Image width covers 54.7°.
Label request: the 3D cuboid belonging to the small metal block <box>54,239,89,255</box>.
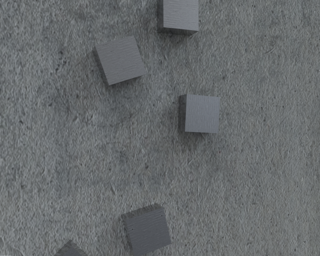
[{"bbox_3d":[-0.108,0.172,0.369,0.050,0.025,0.050,-44,104,-15],"label":"small metal block"}]

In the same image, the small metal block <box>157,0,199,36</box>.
[{"bbox_3d":[0.024,-0.155,0.417,0.050,0.025,0.050,-1,90,-20],"label":"small metal block"}]

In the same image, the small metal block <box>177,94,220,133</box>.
[{"bbox_3d":[0.054,-0.019,0.429,0.050,0.025,0.050,3,89,-20],"label":"small metal block"}]

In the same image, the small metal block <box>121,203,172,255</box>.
[{"bbox_3d":[-0.018,0.132,0.403,0.050,0.025,0.050,-14,95,-20],"label":"small metal block"}]

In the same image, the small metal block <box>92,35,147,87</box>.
[{"bbox_3d":[-0.051,-0.083,0.390,0.050,0.025,0.050,-21,97,-19],"label":"small metal block"}]
